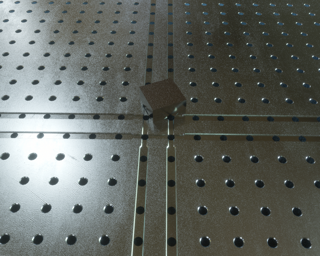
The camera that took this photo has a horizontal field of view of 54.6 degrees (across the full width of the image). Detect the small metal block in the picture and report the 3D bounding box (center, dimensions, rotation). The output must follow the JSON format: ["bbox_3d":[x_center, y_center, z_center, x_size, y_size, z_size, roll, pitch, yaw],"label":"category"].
[{"bbox_3d":[0.004,-0.041,0.442,0.050,0.025,0.050,-18,52,-15],"label":"small metal block"}]
